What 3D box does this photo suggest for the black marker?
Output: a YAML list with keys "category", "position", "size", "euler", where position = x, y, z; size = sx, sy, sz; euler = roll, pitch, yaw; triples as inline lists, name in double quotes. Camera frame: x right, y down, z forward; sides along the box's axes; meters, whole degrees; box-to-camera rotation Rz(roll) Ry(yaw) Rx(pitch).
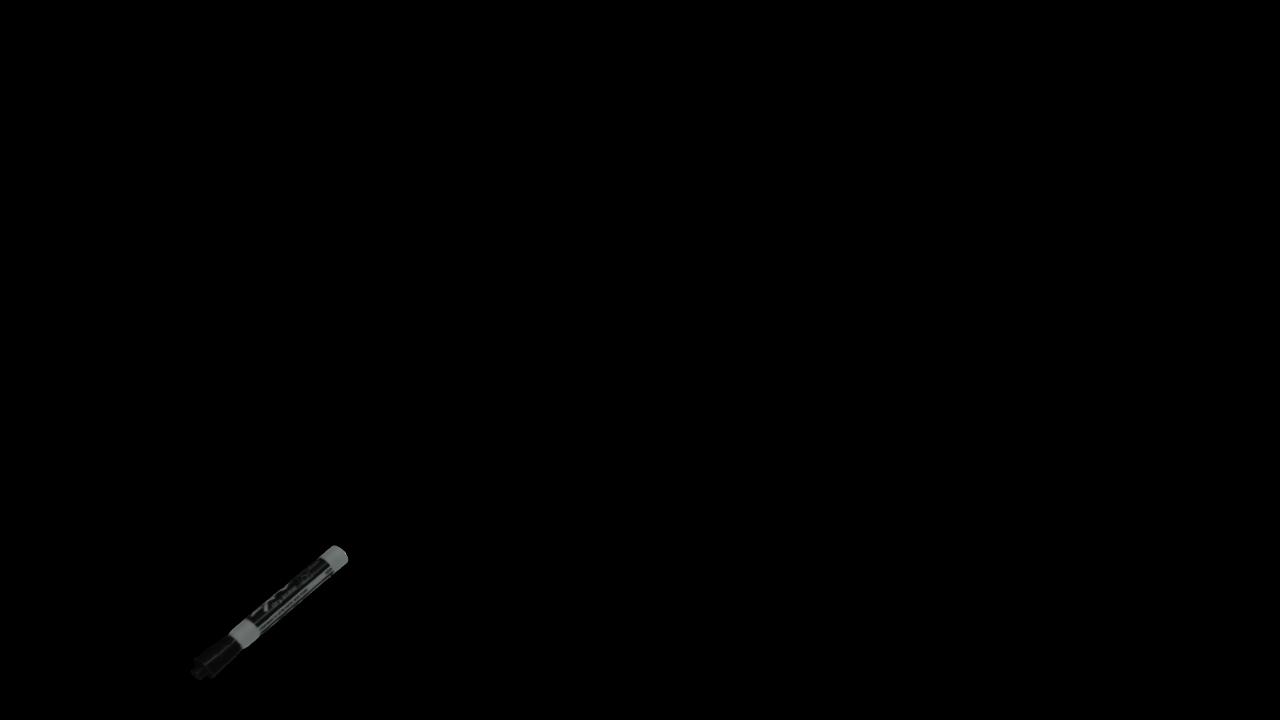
- category: "black marker"
  position: [-0.276, 0.188, 0.465]
  size: [0.020, 0.020, 0.121]
  euler: [0, 27, 29]
